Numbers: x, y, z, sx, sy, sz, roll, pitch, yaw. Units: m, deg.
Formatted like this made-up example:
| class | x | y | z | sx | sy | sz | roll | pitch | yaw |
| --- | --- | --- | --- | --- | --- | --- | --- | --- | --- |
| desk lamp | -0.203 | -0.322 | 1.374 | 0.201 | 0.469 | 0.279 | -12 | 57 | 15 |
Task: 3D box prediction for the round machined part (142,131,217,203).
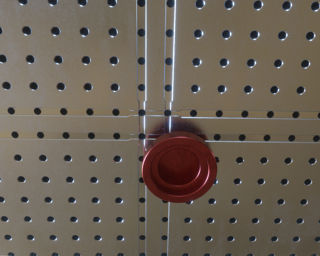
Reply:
| class | x | y | z | sx | sy | sz | roll | pitch | yaw |
| --- | --- | --- | --- | --- | --- | --- | --- | --- | --- |
| round machined part | 0.026 | 0.049 | 0.423 | 0.099 | 0.042 | 0.097 | 0 | 110 | -1 |
